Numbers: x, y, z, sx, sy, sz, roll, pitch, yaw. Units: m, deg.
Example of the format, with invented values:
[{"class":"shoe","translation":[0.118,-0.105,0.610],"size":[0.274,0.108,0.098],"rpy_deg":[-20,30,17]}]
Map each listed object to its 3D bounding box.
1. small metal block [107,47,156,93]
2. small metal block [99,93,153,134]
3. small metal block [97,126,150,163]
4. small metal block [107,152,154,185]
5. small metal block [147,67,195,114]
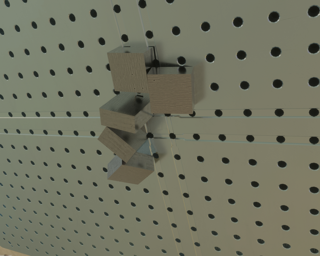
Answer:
[{"class":"small metal block","translation":[-0.033,-0.072,0.385],"size":[0.050,0.025,0.050],"rpy_deg":[7,122,25]},{"class":"small metal block","translation":[-0.043,-0.021,0.405],"size":[0.050,0.050,0.025],"rpy_deg":[14,124,21]},{"class":"small metal block","translation":[-0.049,0.014,0.427],"size":[0.050,0.050,0.025],"rpy_deg":[39,117,2]},{"class":"small metal block","translation":[-0.043,0.058,0.452],"size":[0.050,0.025,0.050],"rpy_deg":[16,141,-27]},{"class":"small metal block","translation":[0.014,-0.045,0.370],"size":[0.050,0.025,0.050],"rpy_deg":[2,120,12]}]
